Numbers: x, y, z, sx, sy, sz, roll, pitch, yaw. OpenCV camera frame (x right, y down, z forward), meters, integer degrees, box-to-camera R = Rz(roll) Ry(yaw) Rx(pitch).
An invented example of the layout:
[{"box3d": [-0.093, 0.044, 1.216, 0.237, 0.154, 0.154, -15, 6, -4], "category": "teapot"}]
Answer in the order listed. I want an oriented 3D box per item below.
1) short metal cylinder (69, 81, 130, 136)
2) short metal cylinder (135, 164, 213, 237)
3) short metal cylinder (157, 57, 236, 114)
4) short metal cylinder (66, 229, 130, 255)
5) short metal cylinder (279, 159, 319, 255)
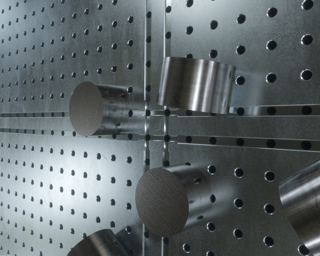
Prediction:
[{"box3d": [-0.092, -0.028, 0.466, 0.080, 0.050, 0.079, 0, 90, 39], "category": "short metal cylinder"}, {"box3d": [0.016, 0.086, 0.378, 0.080, 0.050, 0.079, 0, 90, 39], "category": "short metal cylinder"}, {"box3d": [0.039, -0.046, 0.340, 0.080, 0.081, 0.050, 13, 99, 39], "category": "short metal cylinder"}, {"box3d": [-0.088, 0.192, 0.444, 0.050, 0.081, 0.080, 45, 117, 30], "category": "short metal cylinder"}, {"box3d": [0.145, 0.065, 0.253, 0.050, 0.081, 0.080, -42, 65, 32], "category": "short metal cylinder"}]
